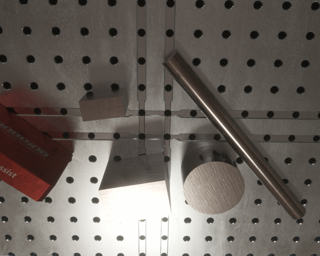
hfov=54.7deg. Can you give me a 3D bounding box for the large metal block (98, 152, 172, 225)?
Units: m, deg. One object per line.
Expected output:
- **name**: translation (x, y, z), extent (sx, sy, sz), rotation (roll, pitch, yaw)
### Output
- **large metal block**: translation (-0.030, 0.077, 0.412), extent (0.080, 0.080, 0.050), rotation (-9, 110, 3)

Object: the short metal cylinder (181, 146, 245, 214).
- **short metal cylinder**: translation (0.070, 0.071, 0.427), extent (0.081, 0.050, 0.079), rotation (0, 110, -1)

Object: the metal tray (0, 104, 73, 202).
- **metal tray**: translation (-0.181, 0.025, 0.385), extent (0.130, 0.090, 0.030), rotation (37, 106, -13)

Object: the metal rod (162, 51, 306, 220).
- **metal rod**: translation (0.109, 0.020, 0.422), extent (0.025, 0.025, 0.300), rotation (-39, 106, 13)

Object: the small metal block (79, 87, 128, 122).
- **small metal block**: translation (-0.069, -0.031, 0.388), extent (0.050, 0.050, 0.025), rotation (-7, 110, 2)
